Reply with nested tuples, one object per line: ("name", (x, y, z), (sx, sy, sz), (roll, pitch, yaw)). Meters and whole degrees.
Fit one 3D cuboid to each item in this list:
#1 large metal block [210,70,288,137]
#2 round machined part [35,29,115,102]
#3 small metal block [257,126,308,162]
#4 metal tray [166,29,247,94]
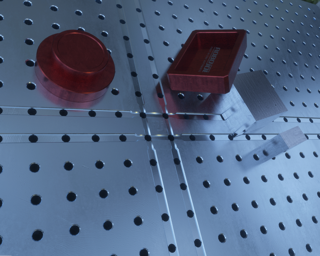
("large metal block", (0.141, -0.041, 0.492), (0.081, 0.050, 0.080), (-15, 70, -34))
("round machined part", (-0.104, -0.085, 0.393), (0.099, 0.042, 0.098), (14, 56, -21))
("small metal block", (0.188, 0.024, 0.478), (0.050, 0.050, 0.025), (-16, 71, -35))
("metal tray", (0.076, -0.107, 0.478), (0.090, 0.030, 0.130), (8, 47, 24))
